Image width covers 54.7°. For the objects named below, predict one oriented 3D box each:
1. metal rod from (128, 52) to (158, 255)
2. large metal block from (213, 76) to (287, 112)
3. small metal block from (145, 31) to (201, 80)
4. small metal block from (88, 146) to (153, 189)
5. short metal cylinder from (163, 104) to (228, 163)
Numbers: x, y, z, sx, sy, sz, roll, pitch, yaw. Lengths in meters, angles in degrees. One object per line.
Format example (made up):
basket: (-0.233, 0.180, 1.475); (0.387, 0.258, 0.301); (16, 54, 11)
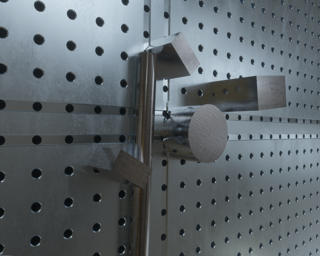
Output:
metal rod: (-0.022, 0.055, 0.392); (0.025, 0.025, 0.298); (4, 87, -40)
large metal block: (0.144, -0.054, 0.497); (0.081, 0.080, 0.050); (-8, 96, -40)
small metal block: (0.017, -0.094, 0.409); (0.025, 0.050, 0.050); (-51, 121, -28)
small metal block: (-0.046, 0.045, 0.356); (0.050, 0.050, 0.025); (37, 67, -34)
short metal cylinder: (0.051, 0.007, 0.438); (0.081, 0.050, 0.079); (0, 90, -40)
